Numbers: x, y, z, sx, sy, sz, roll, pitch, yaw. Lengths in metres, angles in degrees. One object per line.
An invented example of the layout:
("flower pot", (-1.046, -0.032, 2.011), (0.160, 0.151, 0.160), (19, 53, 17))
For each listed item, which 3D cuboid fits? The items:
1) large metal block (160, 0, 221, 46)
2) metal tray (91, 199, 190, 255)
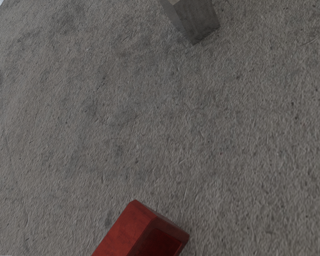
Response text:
("large metal block", (0.038, -0.184, 0.461), (0.050, 0.080, 0.080), (-35, 51, 5))
("metal tray", (-0.033, 0.140, 0.293), (0.030, 0.090, 0.130), (28, 77, 37))
